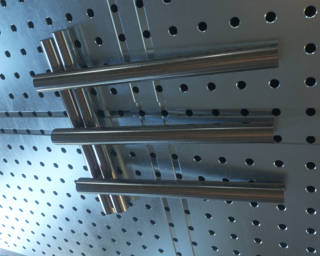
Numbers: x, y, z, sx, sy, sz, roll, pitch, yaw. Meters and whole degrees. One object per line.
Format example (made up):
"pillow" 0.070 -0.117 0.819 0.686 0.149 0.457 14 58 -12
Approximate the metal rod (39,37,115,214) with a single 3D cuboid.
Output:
"metal rod" -0.117 0.012 0.477 0.025 0.025 0.298 1 119 27

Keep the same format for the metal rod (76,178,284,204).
"metal rod" 0.013 0.086 0.437 0.301 0.025 0.025 -2 118 22

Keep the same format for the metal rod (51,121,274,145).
"metal rod" -0.013 0.009 0.402 0.301 0.025 0.025 -2 118 21

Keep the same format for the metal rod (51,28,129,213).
"metal rod" -0.096 0.005 0.462 0.025 0.025 0.298 1 119 27

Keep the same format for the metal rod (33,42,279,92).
"metal rod" -0.022 -0.066 0.362 0.301 0.025 0.025 -2 118 22
